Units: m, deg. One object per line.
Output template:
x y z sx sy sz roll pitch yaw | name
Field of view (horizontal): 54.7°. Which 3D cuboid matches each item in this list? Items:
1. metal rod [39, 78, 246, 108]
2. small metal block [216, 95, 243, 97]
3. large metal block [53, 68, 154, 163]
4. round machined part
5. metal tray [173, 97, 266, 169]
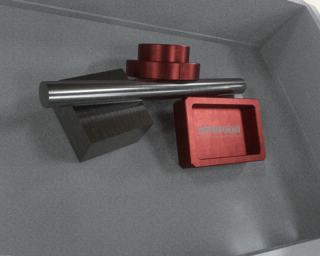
0.008 -0.048 0.381 0.302 0.025 0.025 -8 66 -40 | metal rod
0.101 -0.048 0.489 0.050 0.025 0.050 -12 68 -34 | small metal block
-0.068 -0.017 0.361 0.081 0.050 0.080 -20 72 -36 | large metal block
0.005 -0.089 0.413 0.099 0.098 0.042 -5 105 -31 | round machined part
0.085 0.005 0.427 0.131 0.030 0.089 -1 82 -30 | metal tray
